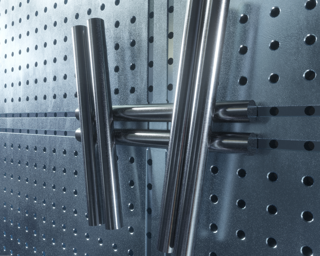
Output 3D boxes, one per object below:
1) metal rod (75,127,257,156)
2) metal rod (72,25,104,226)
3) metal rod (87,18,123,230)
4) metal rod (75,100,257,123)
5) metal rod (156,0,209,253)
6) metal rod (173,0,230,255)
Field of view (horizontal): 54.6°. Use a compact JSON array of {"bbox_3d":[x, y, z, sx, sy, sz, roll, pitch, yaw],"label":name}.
[{"bbox_3d":[-0.017,0.014,0.425,0.300,0.025,0.025,1,91,40],"label":"metal rod"},{"bbox_3d":[-0.108,-0.007,0.468,0.025,0.025,0.299,-10,83,39],"label":"metal rod"},{"bbox_3d":[-0.079,-0.009,0.444,0.025,0.025,0.299,-10,84,39],"label":"metal rod"},{"bbox_3d":[-0.017,-0.021,0.425,0.300,0.025,0.025,1,91,40],"label":"metal rod"},{"bbox_3d":[0.025,-0.003,0.358,0.025,0.025,0.298,12,98,39],"label":"metal rod"},{"bbox_3d":[0.045,-0.004,0.341,0.025,0.025,0.298,12,98,39],"label":"metal rod"}]
